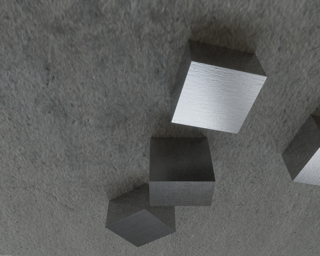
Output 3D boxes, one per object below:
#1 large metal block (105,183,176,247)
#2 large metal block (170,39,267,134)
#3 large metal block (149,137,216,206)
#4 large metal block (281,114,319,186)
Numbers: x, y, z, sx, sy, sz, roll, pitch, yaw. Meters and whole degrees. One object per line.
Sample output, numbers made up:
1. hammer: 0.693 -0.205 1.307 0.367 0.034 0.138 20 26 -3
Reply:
1. large metal block: -0.031 0.147 0.516 0.080 0.050 0.080 -30 124 23
2. large metal block: 0.061 -0.045 0.353 0.081 0.050 0.079 10 130 -9
3. large metal block: 0.027 0.058 0.421 0.081 0.080 0.050 0 130 -1
4. large metal block: 0.230 0.034 0.424 0.081 0.050 0.079 10 129 -9
